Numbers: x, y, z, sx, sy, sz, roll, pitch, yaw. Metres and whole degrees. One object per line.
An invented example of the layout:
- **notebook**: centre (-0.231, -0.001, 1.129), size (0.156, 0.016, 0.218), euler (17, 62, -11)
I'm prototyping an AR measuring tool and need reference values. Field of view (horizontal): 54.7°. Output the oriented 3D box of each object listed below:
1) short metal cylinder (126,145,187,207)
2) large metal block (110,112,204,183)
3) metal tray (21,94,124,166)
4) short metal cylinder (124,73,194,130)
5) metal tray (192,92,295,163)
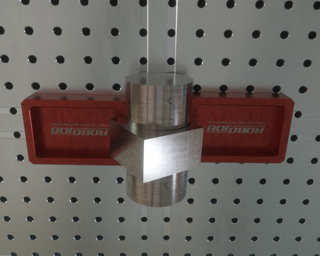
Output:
- **short metal cylinder**: centre (-0.004, 0.059, 0.405), size (0.081, 0.080, 0.050), euler (2, 110, -1)
- **large metal block**: centre (-0.006, 0.017, 0.375), size (0.081, 0.080, 0.050), euler (-11, 114, -33)
- **metal tray**: centre (-0.107, 0.003, 0.410), size (0.131, 0.030, 0.089), euler (1, 110, -1)
- **short metal cylinder**: centre (-0.002, -0.035, 0.371), size (0.081, 0.080, 0.050), euler (1, 110, -1)
- **metal tray**: centre (0.102, 0.000, 0.411), size (0.131, 0.030, 0.089), euler (1, 110, -1)
